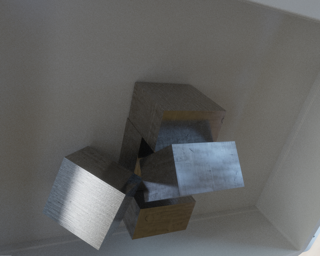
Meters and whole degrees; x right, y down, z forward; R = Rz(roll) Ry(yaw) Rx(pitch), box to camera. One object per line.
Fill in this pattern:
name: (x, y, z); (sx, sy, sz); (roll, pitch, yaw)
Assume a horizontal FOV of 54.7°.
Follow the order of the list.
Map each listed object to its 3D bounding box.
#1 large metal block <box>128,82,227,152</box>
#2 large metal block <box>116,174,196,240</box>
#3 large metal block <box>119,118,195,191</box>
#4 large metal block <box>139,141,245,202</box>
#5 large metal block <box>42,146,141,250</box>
large metal block: (0.017, -0.016, 0.371); (0.081, 0.080, 0.050); (-1, 119, -28)
large metal block: (-0.011, 0.099, 0.427); (0.081, 0.080, 0.050); (0, 118, -29)
large metal block: (-0.005, 0.033, 0.412); (0.081, 0.050, 0.079); (-1, 119, -29)
large metal block: (0.032, 0.050, 0.349); (0.081, 0.080, 0.050); (-1, 74, -29)
large metal block: (-0.080, 0.080, 0.368); (0.079, 0.080, 0.050); (-64, 169, 18)
